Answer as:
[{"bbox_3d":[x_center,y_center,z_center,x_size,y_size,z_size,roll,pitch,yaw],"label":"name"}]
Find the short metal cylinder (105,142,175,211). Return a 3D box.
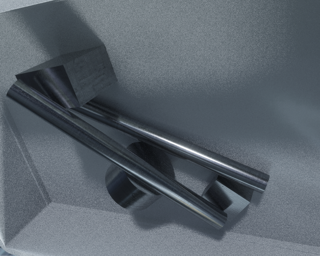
[{"bbox_3d":[-0.027,0.066,0.424,0.080,0.080,0.050,42,129,-2],"label":"short metal cylinder"}]

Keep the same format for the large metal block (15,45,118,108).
[{"bbox_3d":[-0.115,-0.063,0.392,0.080,0.080,0.050,-4,117,29],"label":"large metal block"}]

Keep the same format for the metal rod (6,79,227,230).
[{"bbox_3d":[-0.042,0.038,0.376,0.301,0.025,0.025,34,130,-11],"label":"metal rod"}]

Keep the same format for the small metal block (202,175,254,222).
[{"bbox_3d":[0.088,0.091,0.416,0.050,0.025,0.050,33,129,6],"label":"small metal block"}]

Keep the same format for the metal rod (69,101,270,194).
[{"bbox_3d":[-0.005,0.014,0.417,0.301,0.025,0.025,23,127,14],"label":"metal rod"}]
